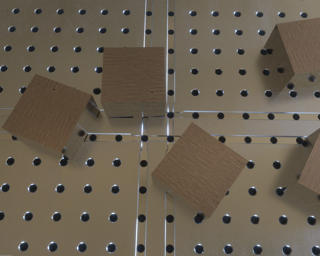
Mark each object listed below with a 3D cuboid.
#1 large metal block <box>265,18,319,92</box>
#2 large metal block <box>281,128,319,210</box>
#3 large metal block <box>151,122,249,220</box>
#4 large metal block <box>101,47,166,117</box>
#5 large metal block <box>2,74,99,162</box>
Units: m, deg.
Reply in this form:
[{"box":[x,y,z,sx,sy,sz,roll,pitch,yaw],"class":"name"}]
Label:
[{"box":[0.206,-0.104,0.438,0.080,0.050,0.080,-9,70,-4],"class":"large metal block"},{"box":[0.211,0.057,0.379,0.080,0.050,0.080,29,73,10],"class":"large metal block"},{"box":[0.046,0.054,0.379,0.080,0.050,0.080,36,74,12],"class":"large metal block"},{"box":[-0.034,-0.061,0.421,0.080,0.050,0.080,-1,70,0],"class":"large metal block"},{"box":[-0.137,-0.012,0.402,0.080,0.050,0.080,21,71,7],"class":"large metal block"}]
